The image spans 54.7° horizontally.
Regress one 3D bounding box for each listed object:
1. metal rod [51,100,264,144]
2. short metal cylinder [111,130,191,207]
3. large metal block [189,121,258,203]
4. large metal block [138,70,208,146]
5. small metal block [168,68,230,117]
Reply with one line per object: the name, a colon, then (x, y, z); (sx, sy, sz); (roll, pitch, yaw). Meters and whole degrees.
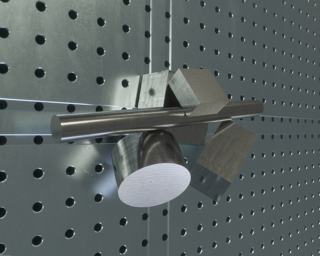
metal rod: (0.027, -0.014, 0.362); (0.302, 0.025, 0.025); (-7, 95, -39)
short metal cylinder: (-0.011, 0.046, 0.352); (0.080, 0.080, 0.050); (25, 32, -38)
large metal block: (0.085, 0.046, 0.432); (0.080, 0.050, 0.080); (-52, 165, -27)
large metal block: (0.019, -0.022, 0.404); (0.081, 0.050, 0.080); (14, 81, -39)
small metal block: (0.045, -0.042, 0.362); (0.050, 0.025, 0.050); (-8, 60, -40)
